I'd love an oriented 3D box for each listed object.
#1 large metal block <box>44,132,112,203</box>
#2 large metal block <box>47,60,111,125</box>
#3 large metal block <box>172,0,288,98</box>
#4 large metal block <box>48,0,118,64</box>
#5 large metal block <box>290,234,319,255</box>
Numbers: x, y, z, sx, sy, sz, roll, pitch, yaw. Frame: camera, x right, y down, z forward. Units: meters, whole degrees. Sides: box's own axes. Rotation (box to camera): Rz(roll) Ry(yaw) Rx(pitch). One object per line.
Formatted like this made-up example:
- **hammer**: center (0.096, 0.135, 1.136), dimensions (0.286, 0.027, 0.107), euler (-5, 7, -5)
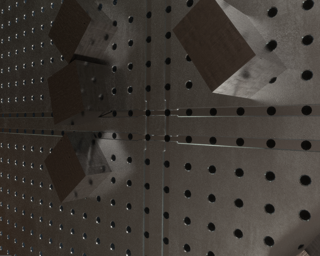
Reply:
- **large metal block**: center (-0.134, 0.062, 0.501), dimensions (0.080, 0.050, 0.080), euler (-46, 63, 30)
- **large metal block**: center (-0.132, -0.054, 0.499), dimensions (0.080, 0.050, 0.080), euler (-19, 78, 38)
- **large metal block**: center (0.072, -0.079, 0.313), dimensions (0.050, 0.081, 0.080), euler (-42, 65, 32)
- **large metal block**: center (-0.124, -0.154, 0.493), dimensions (0.080, 0.050, 0.080), euler (51, 120, 27)
- **large metal block**: center (0.138, 0.158, 0.278), dimensions (0.080, 0.050, 0.080), euler (51, 120, 27)
